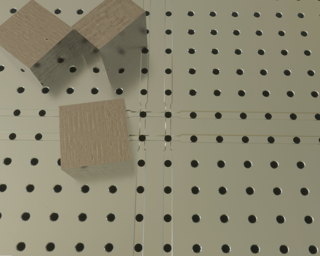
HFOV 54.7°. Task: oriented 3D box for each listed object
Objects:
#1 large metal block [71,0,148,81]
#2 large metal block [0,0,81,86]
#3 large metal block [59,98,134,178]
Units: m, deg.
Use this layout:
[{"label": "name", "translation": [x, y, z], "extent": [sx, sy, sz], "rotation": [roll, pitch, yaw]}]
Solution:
[{"label": "large metal block", "translation": [-0.064, -0.124, 0.427], "extent": [0.050, 0.080, 0.080], "rotation": [41, 75, 13]}, {"label": "large metal block", "translation": [-0.174, -0.121, 0.440], "extent": [0.080, 0.050, 0.080], "rotation": [37, 74, 12]}, {"label": "large metal block", "translation": [-0.079, 0.013, 0.393], "extent": [0.081, 0.050, 0.080], "rotation": [-8, 70, -3]}]
